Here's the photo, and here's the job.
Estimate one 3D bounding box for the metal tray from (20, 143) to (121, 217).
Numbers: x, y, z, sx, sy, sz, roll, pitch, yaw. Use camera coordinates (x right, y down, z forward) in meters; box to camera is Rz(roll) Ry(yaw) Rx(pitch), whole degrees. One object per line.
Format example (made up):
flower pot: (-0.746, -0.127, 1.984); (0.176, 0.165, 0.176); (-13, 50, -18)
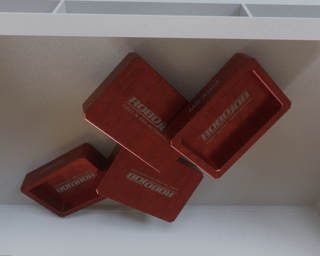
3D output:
metal tray: (-0.133, 0.084, 0.475); (0.130, 0.030, 0.090); (-27, 126, 20)

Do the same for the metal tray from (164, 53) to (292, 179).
metal tray: (0.080, -0.011, 0.367); (0.090, 0.030, 0.130); (39, 99, -29)

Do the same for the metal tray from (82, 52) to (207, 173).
metal tray: (-0.014, -0.014, 0.372); (0.090, 0.030, 0.130); (-47, 119, 6)

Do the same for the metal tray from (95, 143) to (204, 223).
metal tray: (-0.014, 0.072, 0.443); (0.131, 0.030, 0.090); (29, 99, -23)

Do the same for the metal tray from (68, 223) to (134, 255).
metal tray: (-0.112, 0.240, 0.610); (0.090, 0.030, 0.129); (-9, 130, 7)
